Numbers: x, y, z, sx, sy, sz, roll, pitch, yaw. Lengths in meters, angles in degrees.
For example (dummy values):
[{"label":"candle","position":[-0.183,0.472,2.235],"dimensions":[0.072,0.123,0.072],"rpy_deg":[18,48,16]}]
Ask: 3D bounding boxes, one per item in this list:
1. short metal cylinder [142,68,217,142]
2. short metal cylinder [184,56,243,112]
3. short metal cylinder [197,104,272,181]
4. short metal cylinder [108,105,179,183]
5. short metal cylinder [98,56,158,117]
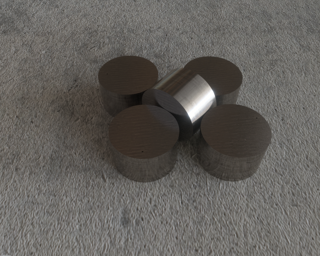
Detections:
[{"label":"short metal cylinder","position":[0.024,-0.029,0.394],"dimensions":[0.080,0.080,0.050],"rpy_deg":[32,57,24]},{"label":"short metal cylinder","position":[0.070,-0.055,0.434],"dimensions":[0.081,0.050,0.080],"rpy_deg":[0,50,0]},{"label":"short metal cylinder","position":[0.087,0.017,0.374],"dimensions":[0.081,0.050,0.080],"rpy_deg":[0,50,0]},{"label":"short metal cylinder","position":[-0.018,0.018,0.372],"dimensions":[0.081,0.050,0.080],"rpy_deg":[0,50,0]},{"label":"short metal cylinder","position":[-0.043,-0.057,0.434],"dimensions":[0.081,0.050,0.080],"rpy_deg":[0,50,0]}]
